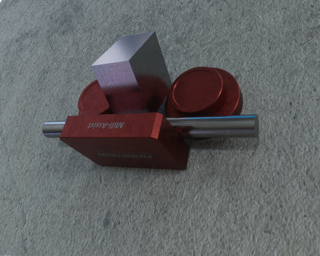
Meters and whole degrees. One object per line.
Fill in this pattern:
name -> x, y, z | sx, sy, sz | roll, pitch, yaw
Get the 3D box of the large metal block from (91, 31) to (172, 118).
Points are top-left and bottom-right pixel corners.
large metal block -> -0.030, -0.064, 0.390 | 0.050, 0.080, 0.080 | -2, 37, 26

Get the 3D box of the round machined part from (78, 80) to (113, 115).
round machined part -> -0.080, -0.036, 0.454 | 0.098, 0.042, 0.098 | -13, 56, 20

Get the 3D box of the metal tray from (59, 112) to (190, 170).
metal tray -> -0.041, 0.018, 0.372 | 0.130, 0.090, 0.030 | -1, 62, 27

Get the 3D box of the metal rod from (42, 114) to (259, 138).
metal rod -> -0.032, 0.000, 0.394 | 0.300, 0.025, 0.025 | -1, 61, 27

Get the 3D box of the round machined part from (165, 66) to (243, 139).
round machined part -> 0.050, -0.038, 0.389 | 0.098, 0.042, 0.098 | -13, 56, 20
